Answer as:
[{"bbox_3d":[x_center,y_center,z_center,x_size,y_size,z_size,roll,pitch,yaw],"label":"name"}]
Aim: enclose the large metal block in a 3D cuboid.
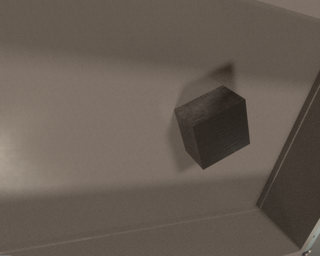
[{"bbox_3d":[0.075,-0.001,0.435,0.080,0.050,0.080,-27,128,-12],"label":"large metal block"}]
